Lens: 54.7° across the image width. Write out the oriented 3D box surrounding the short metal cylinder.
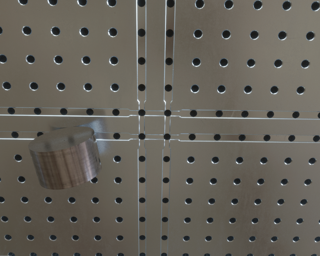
[{"bbox_3d":[-0.119,0.036,0.396,0.080,0.080,0.050,-7,110,2],"label":"short metal cylinder"}]
